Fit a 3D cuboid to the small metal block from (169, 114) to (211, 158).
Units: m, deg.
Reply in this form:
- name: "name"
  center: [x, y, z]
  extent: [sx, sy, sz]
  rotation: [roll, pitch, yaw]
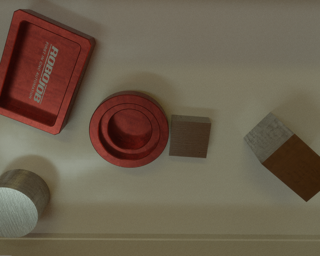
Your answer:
- name: "small metal block"
  center: [0.039, 0.011, 0.416]
  extent: [0.050, 0.025, 0.050]
  rotation: [4, 110, -2]

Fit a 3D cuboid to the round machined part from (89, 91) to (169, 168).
- name: "round machined part"
  center: [-0.038, -0.001, 0.401]
  extent: [0.099, 0.042, 0.097]
  rotation: [0, 110, -1]

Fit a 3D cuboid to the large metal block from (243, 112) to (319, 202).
- name: "large metal block"
  center: [0.163, 0.034, 0.397]
  extent: [0.080, 0.080, 0.050]
  rotation: [39, 105, -13]

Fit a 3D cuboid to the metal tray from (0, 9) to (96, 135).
- name: "metal tray"
  center: [-0.145, -0.066, 0.382]
  extent: [0.090, 0.030, 0.129]
  rotation: [22, 108, -9]

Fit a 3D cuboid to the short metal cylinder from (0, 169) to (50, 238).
- name: "short metal cylinder"
  center: [-0.203, 0.105, 0.434]
  extent: [0.081, 0.050, 0.079]
  rotation: [0, 110, -1]
